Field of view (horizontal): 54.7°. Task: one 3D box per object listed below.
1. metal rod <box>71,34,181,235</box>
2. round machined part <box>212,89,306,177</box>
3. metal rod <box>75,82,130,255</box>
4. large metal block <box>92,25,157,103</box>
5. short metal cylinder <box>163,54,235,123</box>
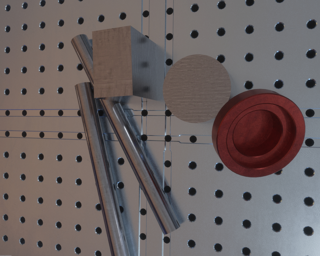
[{"bbox_3d":[-0.051,0.002,0.429,0.025,0.025,0.299,-30,81,17],"label":"metal rod"},{"bbox_3d":[0.107,0.003,0.351,0.099,0.042,0.097,-2,110,-6],"label":"round machined part"},{"bbox_3d":[-0.077,0.082,0.438,0.025,0.025,0.298,-15,85,19],"label":"metal rod"},{"bbox_3d":[-0.042,-0.076,0.397,0.050,0.080,0.079,-2,89,20],"label":"large metal block"},{"bbox_3d":[0.050,-0.045,0.381,0.080,0.050,0.079,0,90,19],"label":"short metal cylinder"}]
